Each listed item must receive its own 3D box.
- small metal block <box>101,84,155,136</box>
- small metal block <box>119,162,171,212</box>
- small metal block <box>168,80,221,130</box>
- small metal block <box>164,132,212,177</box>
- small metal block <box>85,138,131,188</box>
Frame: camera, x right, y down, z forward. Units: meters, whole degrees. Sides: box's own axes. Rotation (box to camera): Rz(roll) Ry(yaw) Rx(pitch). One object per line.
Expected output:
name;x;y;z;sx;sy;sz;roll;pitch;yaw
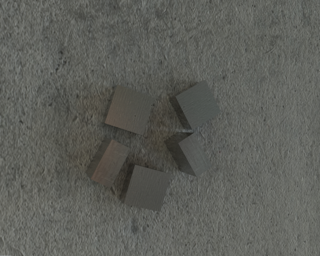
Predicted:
small metal block;-0.041;-0.022;0.394;0.050;0.025;0.050;19;84;-19
small metal block;-0.019;0.076;0.402;0.050;0.025;0.050;18;84;-19
small metal block;0.048;-0.031;0.427;0.050;0.025;0.050;-30;100;-18
small metal block;0.036;0.033;0.409;0.025;0.050;0.050;-32;101;-17
small metal block;-0.064;0.040;0.372;0.025;0.050;0.050;30;80;-18
